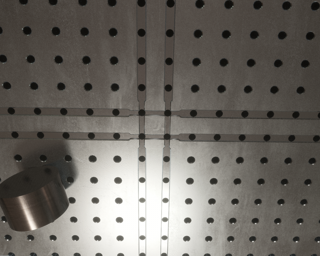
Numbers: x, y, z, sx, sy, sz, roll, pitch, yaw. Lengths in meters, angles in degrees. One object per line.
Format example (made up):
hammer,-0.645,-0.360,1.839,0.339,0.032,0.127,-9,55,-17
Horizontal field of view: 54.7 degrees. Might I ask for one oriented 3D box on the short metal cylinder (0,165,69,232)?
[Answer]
short metal cylinder,-0.169,0.092,0.416,0.080,0.080,0.050,-10,110,3
